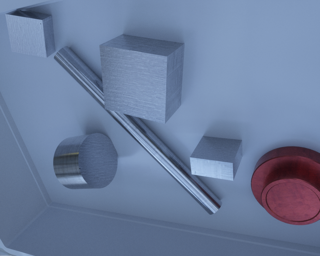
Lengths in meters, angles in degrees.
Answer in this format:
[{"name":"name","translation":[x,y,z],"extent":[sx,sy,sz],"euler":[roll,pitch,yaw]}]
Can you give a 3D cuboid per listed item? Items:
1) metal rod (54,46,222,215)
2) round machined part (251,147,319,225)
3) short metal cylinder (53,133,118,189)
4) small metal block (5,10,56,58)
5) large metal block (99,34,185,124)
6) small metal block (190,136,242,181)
[{"name":"metal rod","translation":[-0.027,0.006,0.425],"extent":[0.300,0.025,0.025],"euler":[45,129,-4]},{"name":"round machined part","translation":[0.156,0.074,0.361],"extent":[0.098,0.042,0.097],"euler":[13,124,20]},{"name":"short metal cylinder","translation":[-0.108,0.050,0.459],"extent":[0.050,0.080,0.080],"euler":[-9,114,32]},{"name":"small metal block","translation":[-0.171,-0.126,0.412],"extent":[0.050,0.025,0.050],"euler":[11,125,6]},{"name":"large metal block","translation":[-0.020,-0.059,0.365],"extent":[0.080,0.050,0.079],"euler":[14,124,20]},{"name":"small metal block","translation":[0.070,0.035,0.377],"extent":[0.050,0.050,0.025],"euler":[6,121,25]}]
